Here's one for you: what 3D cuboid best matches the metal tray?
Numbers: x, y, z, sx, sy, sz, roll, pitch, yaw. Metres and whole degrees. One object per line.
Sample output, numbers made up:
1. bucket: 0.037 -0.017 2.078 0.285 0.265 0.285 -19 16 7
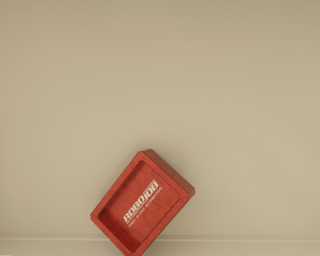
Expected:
1. metal tray: -0.026 0.105 0.425 0.090 0.030 0.130 41 105 14
